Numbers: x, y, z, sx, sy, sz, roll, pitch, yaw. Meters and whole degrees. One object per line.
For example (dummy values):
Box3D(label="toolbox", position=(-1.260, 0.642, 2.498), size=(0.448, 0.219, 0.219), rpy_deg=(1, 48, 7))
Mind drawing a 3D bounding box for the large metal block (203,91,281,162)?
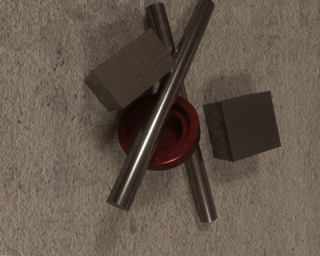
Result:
Box3D(label="large metal block", position=(0.116, -0.004, 0.440), size=(0.081, 0.050, 0.080), rpy_deg=(-15, 95, -20))

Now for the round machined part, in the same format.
Box3D(label="round machined part", position=(0.001, 0.008, 0.384), size=(0.098, 0.042, 0.098), rpy_deg=(-5, 60, 9))

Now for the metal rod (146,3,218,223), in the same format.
Box3D(label="metal rod", position=(0.031, -0.016, 0.421), size=(0.025, 0.025, 0.298), rpy_deg=(-17, 96, -20))

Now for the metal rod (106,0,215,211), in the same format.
Box3D(label="metal rod", position=(0.011, -0.047, 0.373), size=(0.025, 0.025, 0.300), rpy_deg=(31, 64, -18))

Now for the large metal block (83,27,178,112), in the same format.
Box3D(label="large metal block", position=(-0.038, -0.065, 0.366), size=(0.080, 0.080, 0.050), rpy_deg=(-41, 103, -16))
